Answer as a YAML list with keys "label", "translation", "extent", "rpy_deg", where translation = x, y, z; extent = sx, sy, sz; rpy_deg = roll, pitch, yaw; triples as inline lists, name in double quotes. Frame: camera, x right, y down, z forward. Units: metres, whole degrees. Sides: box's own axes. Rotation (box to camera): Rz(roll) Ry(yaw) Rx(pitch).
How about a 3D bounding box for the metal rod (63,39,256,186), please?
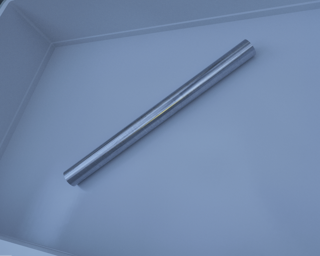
- label: "metal rod"
  translation: [-0.003, -0.018, 0.416]
  extent: [0.300, 0.025, 0.025]
  rpy_deg: [-36, 51, 3]
